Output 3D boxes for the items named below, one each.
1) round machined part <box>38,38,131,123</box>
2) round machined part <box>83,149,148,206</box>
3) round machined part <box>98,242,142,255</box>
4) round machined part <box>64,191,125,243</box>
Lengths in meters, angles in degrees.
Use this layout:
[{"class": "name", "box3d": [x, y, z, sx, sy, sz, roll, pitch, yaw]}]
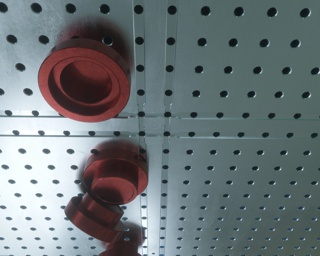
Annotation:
[{"class": "round machined part", "box3d": [-0.082, -0.056, 0.351, 0.099, 0.042, 0.097, -1, 130, 0]}, {"class": "round machined part", "box3d": [-0.067, 0.080, 0.468, 0.099, 0.042, 0.097, -1, 130, 0]}, {"class": "round machined part", "box3d": [-0.080, 0.269, 0.629, 0.099, 0.042, 0.097, -1, 130, 0]}, {"class": "round machined part", "box3d": [-0.096, 0.134, 0.490, 0.098, 0.098, 0.042, 34, 86, -26]}]
